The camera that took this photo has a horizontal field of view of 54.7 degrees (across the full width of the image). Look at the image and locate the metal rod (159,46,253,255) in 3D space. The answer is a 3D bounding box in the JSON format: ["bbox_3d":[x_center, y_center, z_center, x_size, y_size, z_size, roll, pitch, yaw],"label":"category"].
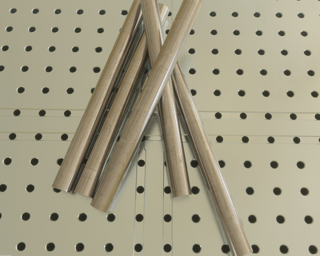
[{"bbox_3d":[0.051,0.013,0.407,0.025,0.025,0.299,-17,71,-6],"label":"metal rod"}]

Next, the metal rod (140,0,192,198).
[{"bbox_3d":[0.004,-0.060,0.416,0.025,0.025,0.299,-8,77,-3],"label":"metal rod"}]

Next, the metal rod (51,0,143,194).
[{"bbox_3d":[-0.076,-0.057,0.431,0.025,0.025,0.299,17,71,6],"label":"metal rod"}]

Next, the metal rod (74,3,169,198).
[{"bbox_3d":[-0.046,-0.051,0.429,0.025,0.025,0.299,18,71,6],"label":"metal rod"}]

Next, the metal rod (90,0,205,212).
[{"bbox_3d":[-0.012,-0.039,0.389,0.025,0.025,0.299,23,85,8],"label":"metal rod"}]
